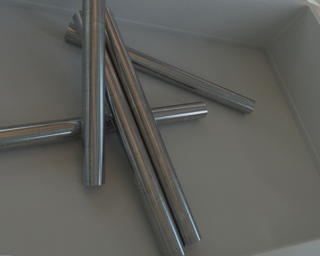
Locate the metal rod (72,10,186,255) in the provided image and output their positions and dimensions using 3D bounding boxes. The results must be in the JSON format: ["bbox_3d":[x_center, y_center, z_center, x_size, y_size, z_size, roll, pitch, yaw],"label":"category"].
[{"bbox_3d":[-0.039,0.001,0.354,0.025,0.025,0.299,-16,79,-34],"label":"metal rod"}]

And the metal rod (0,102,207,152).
[{"bbox_3d":[-0.065,-0.005,0.373,0.303,0.025,0.025,-10,67,-32],"label":"metal rod"}]

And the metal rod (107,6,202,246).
[{"bbox_3d":[-0.019,-0.010,0.369,0.025,0.025,0.299,-16,80,-34],"label":"metal rod"}]

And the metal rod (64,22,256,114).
[{"bbox_3d":[0.011,-0.082,0.461,0.302,0.025,0.025,20,54,-17],"label":"metal rod"}]

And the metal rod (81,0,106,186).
[{"bbox_3d":[-0.073,-0.089,0.341,0.025,0.025,0.298,1,86,-28],"label":"metal rod"}]
